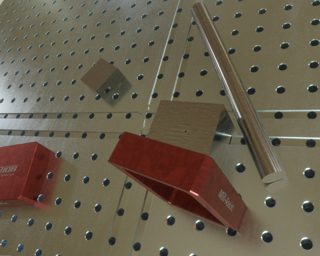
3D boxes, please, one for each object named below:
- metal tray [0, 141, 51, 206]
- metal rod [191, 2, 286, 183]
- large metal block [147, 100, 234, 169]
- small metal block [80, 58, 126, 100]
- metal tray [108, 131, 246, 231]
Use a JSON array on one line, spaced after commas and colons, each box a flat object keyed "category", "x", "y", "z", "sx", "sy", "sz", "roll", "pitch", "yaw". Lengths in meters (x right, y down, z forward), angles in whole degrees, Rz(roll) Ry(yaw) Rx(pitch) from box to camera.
[{"category": "metal tray", "x": -0.241, "y": 0.074, "z": 0.483, "sx": 0.130, "sy": 0.030, "sz": 0.090, "roll": -8, "pitch": 58, "yaw": 23}, {"category": "metal rod", "x": 0.089, "y": -0.069, "z": 0.402, "sx": 0.025, "sy": 0.025, "sz": 0.299, "roll": -23, "pitch": 53, "yaw": 14}, {"category": "large metal block", "x": 0.033, "y": 0.016, "z": 0.364, "sx": 0.080, "sy": 0.050, "sz": 0.080, "roll": 7, "pitch": 65, "yaw": 31}, {"category": "small metal block", "x": -0.093, "y": -0.081, "z": 0.505, "sx": 0.050, "sy": 0.025, "sz": 0.050, "roll": -49, "pitch": 52, "yaw": -7}, {"category": "metal tray", "x": 0.022, "y": 0.054, "z": 0.295, "sx": 0.090, "sy": 0.130, "sz": 0.030, "roll": 14, "pitch": 69, "yaw": 33}]
